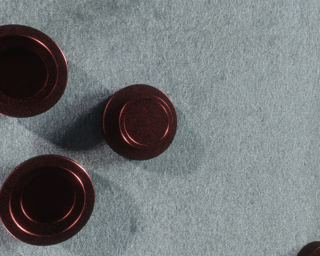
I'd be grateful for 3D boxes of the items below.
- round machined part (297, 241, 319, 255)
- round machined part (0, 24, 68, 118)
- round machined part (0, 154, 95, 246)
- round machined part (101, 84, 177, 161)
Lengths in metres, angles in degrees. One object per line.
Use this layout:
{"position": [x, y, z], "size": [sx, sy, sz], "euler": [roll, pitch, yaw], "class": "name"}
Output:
{"position": [0.267, 0.239, 0.502], "size": [0.099, 0.042, 0.097], "euler": [0, 90, -21], "class": "round machined part"}
{"position": [-0.154, -0.060, 0.343], "size": [0.099, 0.042, 0.097], "euler": [0, 90, -21], "class": "round machined part"}
{"position": [-0.127, 0.078, 0.354], "size": [0.099, 0.042, 0.097], "euler": [0, 90, -21], "class": "round machined part"}
{"position": [-0.023, -0.007, 0.392], "size": [0.099, 0.042, 0.097], "euler": [0, 90, -21], "class": "round machined part"}
